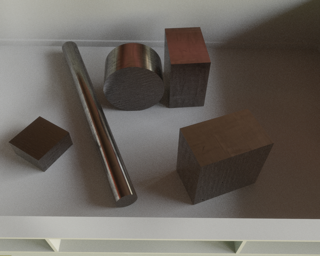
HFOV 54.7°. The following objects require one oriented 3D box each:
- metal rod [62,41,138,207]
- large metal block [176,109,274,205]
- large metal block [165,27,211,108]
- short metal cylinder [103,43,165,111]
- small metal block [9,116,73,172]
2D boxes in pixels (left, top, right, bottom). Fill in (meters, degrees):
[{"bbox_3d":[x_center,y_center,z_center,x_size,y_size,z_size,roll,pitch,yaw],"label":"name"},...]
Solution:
[{"bbox_3d":[-0.093,-0.027,0.426,0.025,0.025,0.300,-17,52,-14],"label":"metal rod"},{"bbox_3d":[0.067,0.033,0.343,0.081,0.080,0.050,-16,52,-14],"label":"large metal block"},{"bbox_3d":[0.035,-0.086,0.442,0.050,0.080,0.080,-4,50,-3],"label":"large metal block"},{"bbox_3d":[-0.036,-0.069,0.427,0.081,0.080,0.050,-3,50,-3],"label":"short metal cylinder"},{"bbox_3d":[-0.148,0.019,0.387,0.050,0.025,0.050,26,54,20],"label":"small metal block"}]
